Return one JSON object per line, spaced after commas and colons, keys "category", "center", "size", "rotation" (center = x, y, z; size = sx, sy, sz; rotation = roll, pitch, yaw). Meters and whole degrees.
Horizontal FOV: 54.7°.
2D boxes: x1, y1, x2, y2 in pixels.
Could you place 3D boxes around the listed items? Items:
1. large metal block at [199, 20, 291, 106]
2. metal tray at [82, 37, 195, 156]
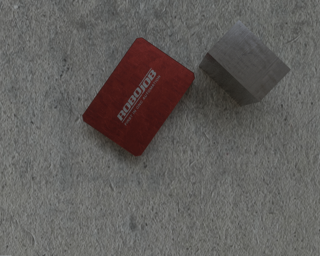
{"category": "large metal block", "center": [0.099, -0.075, 0.383], "size": [0.080, 0.080, 0.050], "rotation": [44, 90, 0]}
{"category": "metal tray", "center": [-0.027, -0.040, 0.407], "size": [0.090, 0.030, 0.130], "rotation": [35, 90, 0]}
